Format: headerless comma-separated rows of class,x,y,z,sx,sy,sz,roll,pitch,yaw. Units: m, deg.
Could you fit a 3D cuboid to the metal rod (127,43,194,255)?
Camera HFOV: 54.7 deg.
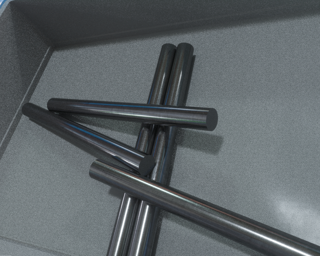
metal rod,0.006,0.015,0.388,0.025,0.025,0.300,-1,61,27

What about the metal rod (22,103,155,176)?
metal rod,-0.123,0.005,0.447,0.300,0.025,0.025,19,72,40

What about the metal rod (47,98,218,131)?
metal rod,-0.061,-0.023,0.423,0.300,0.025,0.025,7,65,38

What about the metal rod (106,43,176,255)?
metal rod,-0.016,0.013,0.401,0.025,0.025,0.300,-1,61,27

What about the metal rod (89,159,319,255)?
metal rod,0.051,0.087,0.301,0.300,0.025,0.025,17,70,28
